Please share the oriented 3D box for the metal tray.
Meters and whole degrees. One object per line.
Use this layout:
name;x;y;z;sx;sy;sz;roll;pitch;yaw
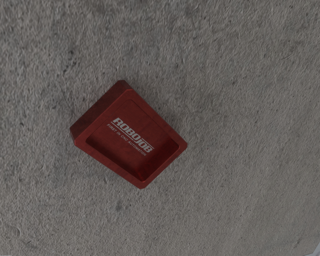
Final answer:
metal tray;-0.035;0.014;0.392;0.090;0.030;0.130;-44;129;2
